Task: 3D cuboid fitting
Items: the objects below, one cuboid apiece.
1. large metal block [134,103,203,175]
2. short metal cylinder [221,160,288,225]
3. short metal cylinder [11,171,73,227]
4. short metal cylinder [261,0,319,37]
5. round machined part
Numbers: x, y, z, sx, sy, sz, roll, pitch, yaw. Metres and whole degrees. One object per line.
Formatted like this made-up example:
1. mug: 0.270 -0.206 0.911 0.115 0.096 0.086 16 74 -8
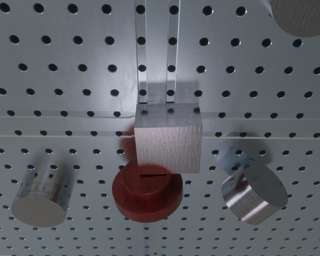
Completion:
1. large metal block: 0.011 0.015 0.406 0.080 0.050 0.079 -1 129 1
2. short metal cylinder: 0.139 0.094 0.457 0.080 0.080 0.050 24 126 -19
3. short metal cylinder: -0.184 0.113 0.490 0.081 0.050 0.079 0 130 0
4. short metal cylinder: 0.136 -0.132 0.284 0.081 0.050 0.079 0 130 0
5. round machined part: -0.018 0.077 0.429 0.099 0.098 0.042 -3 131 2
